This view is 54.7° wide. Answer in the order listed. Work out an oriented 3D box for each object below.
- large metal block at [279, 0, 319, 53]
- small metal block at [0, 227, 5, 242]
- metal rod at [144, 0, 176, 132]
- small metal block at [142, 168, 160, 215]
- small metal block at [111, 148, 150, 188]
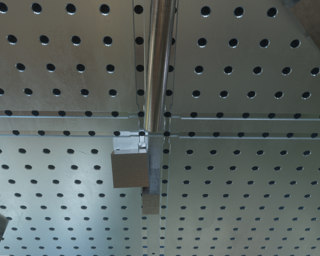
[{"bbox_3d":[0.149,-0.112,0.283,0.050,0.080,0.080,-37,121,27],"label":"large metal block"},{"bbox_3d":[-0.329,0.197,0.574,0.050,0.025,0.050,-26,126,20],"label":"small metal block"},{"bbox_3d":[0.003,-0.116,0.313,0.025,0.025,0.298,3,130,-3],"label":"metal rod"},{"bbox_3d":[-0.014,0.098,0.479,0.025,0.050,0.050,1,130,-1],"label":"small metal block"},{"bbox_3d":[-0.042,0.058,0.446,0.050,0.025,0.050,-3,100,2],"label":"small metal block"}]
